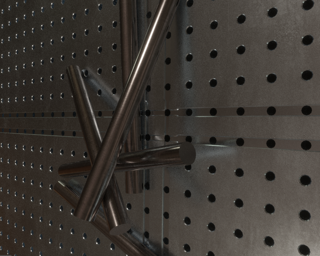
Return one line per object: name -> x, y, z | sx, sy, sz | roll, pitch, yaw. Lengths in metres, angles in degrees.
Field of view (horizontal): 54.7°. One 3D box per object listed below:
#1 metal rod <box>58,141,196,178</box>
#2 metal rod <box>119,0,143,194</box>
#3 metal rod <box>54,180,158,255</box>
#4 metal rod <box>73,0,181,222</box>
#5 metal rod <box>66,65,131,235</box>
metal rod -> -0.069, 0.051, 0.434 | 0.299, 0.025, 0.025 | -14, 81, 48
metal rod -> -0.042, -0.059, 0.441 | 0.025, 0.025, 0.298 | -4, 88, 39
metal rod -> -0.069, 0.155, 0.463 | 0.300, 0.025, 0.025 | 25, 106, 36
metal rod -> -0.034, -0.037, 0.372 | 0.025, 0.025, 0.299 | 13, 79, 39
metal rod -> -0.096, 0.008, 0.437 | 0.025, 0.025, 0.300 | -51, 46, 28
